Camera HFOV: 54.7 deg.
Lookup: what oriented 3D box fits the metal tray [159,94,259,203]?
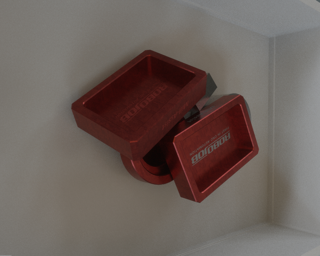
[{"bbox_3d":[0.068,0.022,0.398,0.131,0.030,0.090,-31,109,-31],"label":"metal tray"}]

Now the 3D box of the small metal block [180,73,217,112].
[{"bbox_3d":[0.042,-0.048,0.425,0.050,0.050,0.025,-51,121,-29],"label":"small metal block"}]

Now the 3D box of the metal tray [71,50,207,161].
[{"bbox_3d":[-0.019,-0.033,0.346,0.131,0.090,0.030,-44,149,-32],"label":"metal tray"}]

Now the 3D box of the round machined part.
[{"bbox_3d":[-0.010,0.020,0.389,0.099,0.042,0.097,0,90,-40],"label":"round machined part"}]

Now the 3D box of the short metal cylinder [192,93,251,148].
[{"bbox_3d":[0.093,-0.011,0.468,0.081,0.050,0.079,0,90,-40],"label":"short metal cylinder"}]
